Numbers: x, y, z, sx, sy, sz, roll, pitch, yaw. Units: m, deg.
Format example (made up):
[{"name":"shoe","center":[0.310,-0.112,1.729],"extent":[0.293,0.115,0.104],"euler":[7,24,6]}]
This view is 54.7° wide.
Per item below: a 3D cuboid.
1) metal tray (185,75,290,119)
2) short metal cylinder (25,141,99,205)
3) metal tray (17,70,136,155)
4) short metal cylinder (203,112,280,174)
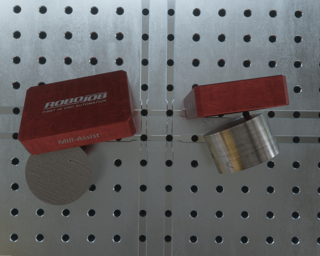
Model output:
[{"name":"metal tray","center":[0.080,-0.032,0.361],"extent":[0.091,0.130,0.030],"euler":[-8,90,0]},{"name":"short metal cylinder","center":[-0.123,0.054,0.400],"extent":[0.081,0.050,0.079],"euler":[0,90,0]},{"name":"metal tray","center":[-0.100,-0.022,0.384],"extent":[0.131,0.030,0.090],"euler":[-11,50,0]},{"name":"short metal cylinder","center":[0.101,0.018,0.387],"extent":[0.080,0.080,0.050],"euler":[-23,90,0]}]
